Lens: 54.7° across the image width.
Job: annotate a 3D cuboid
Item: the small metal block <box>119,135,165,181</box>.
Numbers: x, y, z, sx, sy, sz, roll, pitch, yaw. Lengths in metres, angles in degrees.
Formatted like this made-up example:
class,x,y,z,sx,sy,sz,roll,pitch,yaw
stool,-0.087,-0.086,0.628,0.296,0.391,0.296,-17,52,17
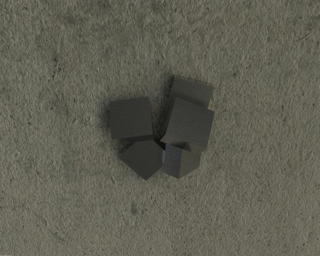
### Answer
class,x,y,z,sx,sy,sz,roll,pitch,yaw
small metal block,-0.019,0.035,0.424,0.050,0.025,0.050,-43,105,14

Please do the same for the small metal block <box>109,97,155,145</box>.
class,x,y,z,sx,sy,sz,roll,pitch,yaw
small metal block,-0.035,-0.009,0.394,0.050,0.025,0.050,-7,72,2

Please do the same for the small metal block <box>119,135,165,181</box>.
class,x,y,z,sx,sy,sz,roll,pitch,yaw
small metal block,-0.019,0.035,0.424,0.050,0.025,0.050,-43,105,14

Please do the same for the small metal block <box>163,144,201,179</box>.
class,x,y,z,sx,sy,sz,roll,pitch,yaw
small metal block,0.031,0.032,0.408,0.025,0.050,0.050,19,114,34

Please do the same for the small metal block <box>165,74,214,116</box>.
class,x,y,z,sx,sy,sz,roll,pitch,yaw
small metal block,0.036,-0.037,0.398,0.050,0.025,0.050,13,110,-5

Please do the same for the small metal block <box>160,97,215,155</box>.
class,x,y,z,sx,sy,sz,roll,pitch,yaw
small metal block,0.033,-0.002,0.370,0.050,0.025,0.050,20,65,-8
